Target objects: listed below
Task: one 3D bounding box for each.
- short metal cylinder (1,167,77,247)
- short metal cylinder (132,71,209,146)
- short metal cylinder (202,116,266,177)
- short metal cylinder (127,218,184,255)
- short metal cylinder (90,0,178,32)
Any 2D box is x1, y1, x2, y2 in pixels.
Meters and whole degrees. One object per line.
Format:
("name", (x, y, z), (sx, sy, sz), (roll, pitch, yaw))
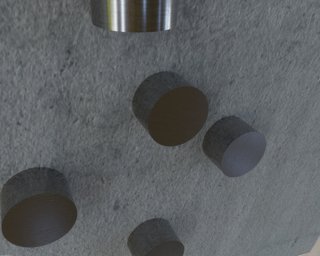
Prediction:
("short metal cylinder", (-0.145, 0.094, 0.370), (0.081, 0.050, 0.079), (-14, 124, -21))
("short metal cylinder", (0.012, -0.024, 0.384), (0.081, 0.050, 0.079), (-14, 125, -21))
("short metal cylinder", (0.113, 0.028, 0.472), (0.081, 0.050, 0.079), (-14, 125, -21))
("short metal cylinder", (-0.007, 0.196, 0.510), (0.081, 0.050, 0.079), (-14, 125, -21))
("short metal cylinder", (-0.023, -0.123, 0.284), (0.081, 0.080, 0.050), (-12, 124, -23))
